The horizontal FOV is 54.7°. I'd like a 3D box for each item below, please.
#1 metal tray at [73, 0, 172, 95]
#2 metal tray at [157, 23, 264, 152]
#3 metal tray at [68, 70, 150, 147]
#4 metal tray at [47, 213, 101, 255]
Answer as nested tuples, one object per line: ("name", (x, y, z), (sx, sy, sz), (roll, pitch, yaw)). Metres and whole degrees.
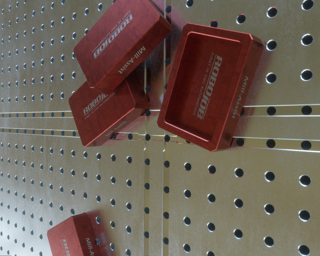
("metal tray", (-0.056, -0.120, 0.424), (0.130, 0.030, 0.090), (-42, 56, 17))
("metal tray", (0.054, -0.048, 0.360), (0.090, 0.030, 0.129), (25, 106, 37))
("metal tray", (-0.082, -0.038, 0.472), (0.130, 0.030, 0.090), (-35, 69, 34))
("metal tray", (-0.139, 0.220, 0.518), (0.090, 0.030, 0.130), (-35, 69, 34))
